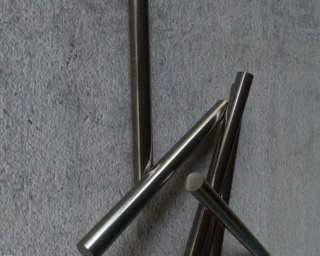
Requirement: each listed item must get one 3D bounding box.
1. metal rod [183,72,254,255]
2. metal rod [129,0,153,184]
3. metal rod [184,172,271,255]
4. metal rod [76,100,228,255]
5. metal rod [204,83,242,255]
[{"bbox_3d":[0.084,0.062,0.453,0.025,0.025,0.299,22,83,-38],"label":"metal rod"},{"bbox_3d":[-0.024,-0.071,0.384,0.025,0.025,0.298,-3,92,-40],"label":"metal rod"},{"bbox_3d":[0.115,0.150,0.467,0.300,0.025,0.025,49,61,-41],"label":"metal rod"},{"bbox_3d":[0.016,0.042,0.389,0.302,0.025,0.025,-42,116,-41],"label":"metal rod"},{"bbox_3d":[0.104,0.074,0.491,0.025,0.025,0.299,18,78,-39],"label":"metal rod"}]
